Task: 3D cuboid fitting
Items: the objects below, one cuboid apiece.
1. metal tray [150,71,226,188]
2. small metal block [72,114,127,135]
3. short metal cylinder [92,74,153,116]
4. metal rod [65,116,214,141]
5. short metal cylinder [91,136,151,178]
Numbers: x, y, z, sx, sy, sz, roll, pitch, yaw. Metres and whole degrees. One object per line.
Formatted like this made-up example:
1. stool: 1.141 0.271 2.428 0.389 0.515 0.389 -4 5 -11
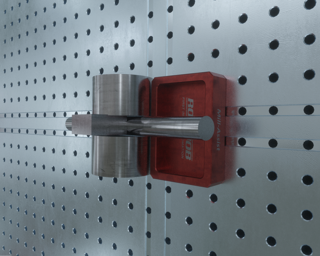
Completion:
1. metal tray: 0.032 0.001 0.379 0.090 0.030 0.129 2 91 40
2. small metal block: -0.078 -0.004 0.395 0.050 0.050 0.025 1 91 48
3. short metal cylinder: -0.049 -0.041 0.412 0.080 0.081 0.050 1 91 40
4. metal rod: -0.053 -0.003 0.422 0.300 0.025 0.025 2 92 49
5. short metal cylinder: -0.051 0.035 0.415 0.080 0.081 0.050 2 92 40
